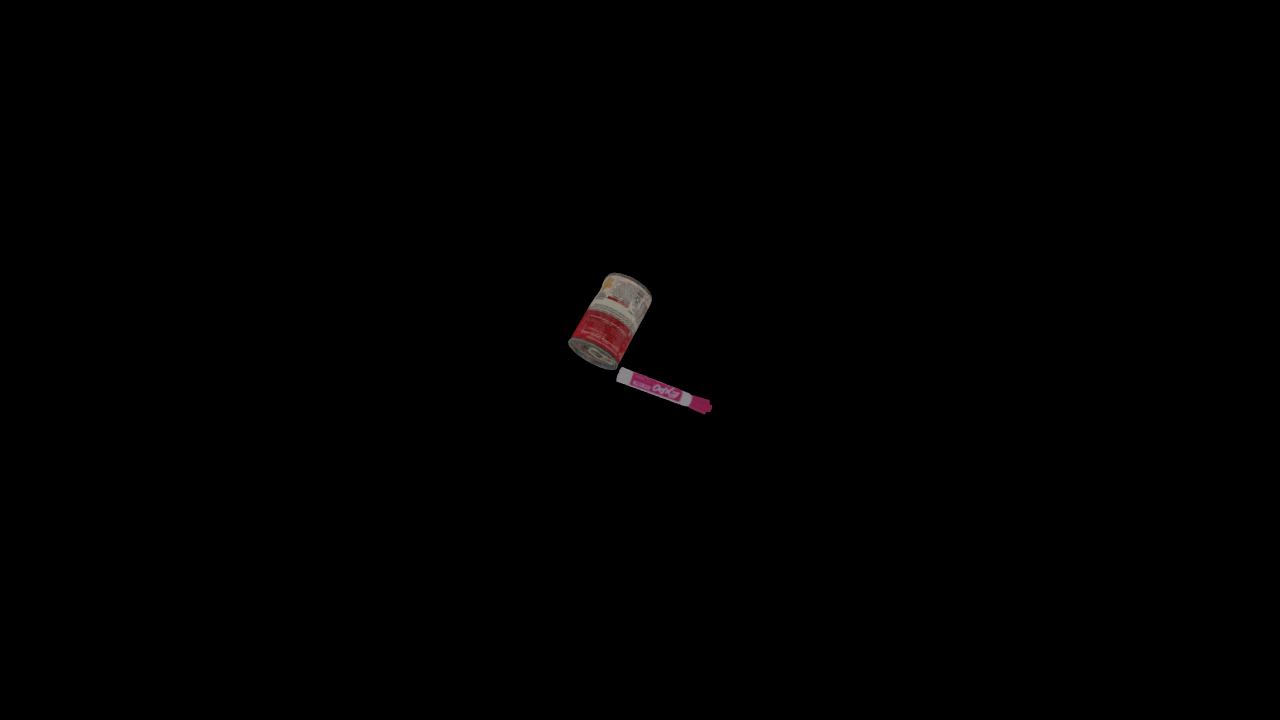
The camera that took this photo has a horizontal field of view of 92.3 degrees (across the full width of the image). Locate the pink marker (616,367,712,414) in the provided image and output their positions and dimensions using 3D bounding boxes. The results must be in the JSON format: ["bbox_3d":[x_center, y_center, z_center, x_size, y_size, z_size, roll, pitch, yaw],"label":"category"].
[{"bbox_3d":[0.030,0.038,0.739,0.121,0.020,0.020,21,-4,-9],"label":"pink marker"}]

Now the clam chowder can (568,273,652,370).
[{"bbox_3d":[-0.035,-0.048,0.759,0.068,0.102,0.068,24,-19,9],"label":"clam chowder can"}]
